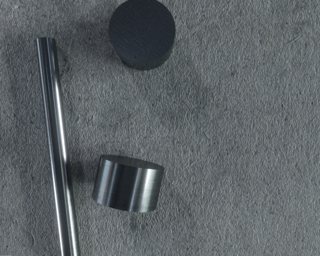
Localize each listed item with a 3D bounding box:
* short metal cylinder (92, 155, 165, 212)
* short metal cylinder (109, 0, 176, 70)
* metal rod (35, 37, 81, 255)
[{"bbox_3d":[-0.039,0.066,0.382,0.080,0.080,0.050,12,90,0],"label":"short metal cylinder"},{"bbox_3d":[-0.021,-0.118,0.397,0.081,0.050,0.080,0,90,0],"label":"short metal cylinder"},{"bbox_3d":[-0.134,0.032,0.408,0.025,0.025,0.298,-7,90,0],"label":"metal rod"}]
